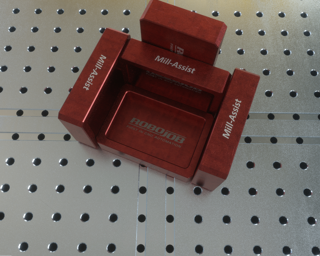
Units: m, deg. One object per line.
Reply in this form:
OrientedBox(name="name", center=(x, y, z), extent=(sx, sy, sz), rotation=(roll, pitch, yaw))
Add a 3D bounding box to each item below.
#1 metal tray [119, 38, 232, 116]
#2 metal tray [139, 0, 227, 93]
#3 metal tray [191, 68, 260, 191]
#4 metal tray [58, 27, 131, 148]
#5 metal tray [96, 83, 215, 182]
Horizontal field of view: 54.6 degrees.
OrientedBox(name="metal tray", center=(0.017, -0.058, 0.398), extent=(0.130, 0.090, 0.030), rotation=(21, 72, 7))
OrientedBox(name="metal tray", center=(0.025, -0.093, 0.389), extent=(0.090, 0.130, 0.030), rotation=(21, 72, 7))
OrientedBox(name="metal tray", center=(0.078, 0.005, 0.375), extent=(0.030, 0.090, 0.130), rotation=(21, 71, 7))
OrientedBox(name="metal tray", center=(-0.074, -0.048, 0.394), extent=(0.030, 0.090, 0.130), rotation=(21, 71, 7))
OrientedBox(name="metal tray", center=(-0.005, 0.005, 0.407), extent=(0.130, 0.030, 0.090), rotation=(21, 71, 7))
